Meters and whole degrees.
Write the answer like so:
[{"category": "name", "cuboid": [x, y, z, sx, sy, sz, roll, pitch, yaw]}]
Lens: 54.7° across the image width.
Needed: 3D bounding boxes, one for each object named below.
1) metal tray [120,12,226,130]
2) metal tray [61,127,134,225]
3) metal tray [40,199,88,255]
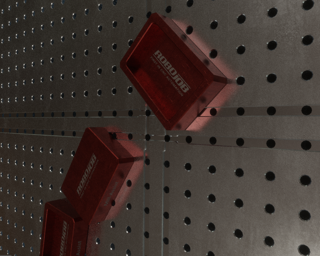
[{"category": "metal tray", "cuboid": [0.010, -0.071, 0.395, 0.090, 0.030, 0.130, -50, 61, 28]}, {"category": "metal tray", "cuboid": [-0.102, 0.074, 0.488, 0.090, 0.030, 0.129, 41, 114, 32]}, {"category": "metal tray", "cuboid": [-0.171, 0.202, 0.543, 0.090, 0.030, 0.129, 14, 99, 38]}]
